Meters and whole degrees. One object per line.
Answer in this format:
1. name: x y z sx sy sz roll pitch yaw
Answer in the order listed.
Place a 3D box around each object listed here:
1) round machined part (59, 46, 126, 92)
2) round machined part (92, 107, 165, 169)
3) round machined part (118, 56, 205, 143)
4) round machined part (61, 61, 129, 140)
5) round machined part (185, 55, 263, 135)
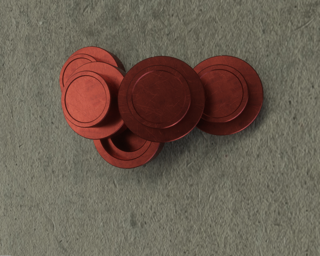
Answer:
1. round machined part: -0.100 -0.066 0.434 0.098 0.042 0.097 0 90 19
2. round machined part: -0.037 0.003 0.413 0.098 0.042 0.097 0 90 19
3. round machined part: 0.001 -0.033 0.345 0.099 0.042 0.097 0 89 6
4. round machined part: -0.081 -0.034 0.384 0.098 0.042 0.097 0 90 19
5. round machined part: 0.073 -0.040 0.374 0.098 0.042 0.097 0 90 19
